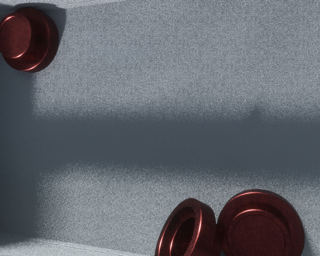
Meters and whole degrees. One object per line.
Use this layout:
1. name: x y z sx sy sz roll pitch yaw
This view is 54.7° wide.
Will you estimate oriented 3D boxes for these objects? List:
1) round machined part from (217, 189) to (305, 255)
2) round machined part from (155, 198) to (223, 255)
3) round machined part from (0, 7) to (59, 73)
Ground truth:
1. round machined part: 0.115 0.124 0.361 0.098 0.042 0.097 0 90 20
2. round machined part: 0.037 0.137 0.366 0.042 0.098 0.098 30 101 -13
3. round machined part: -0.209 -0.137 0.475 0.098 0.042 0.097 0 90 20
